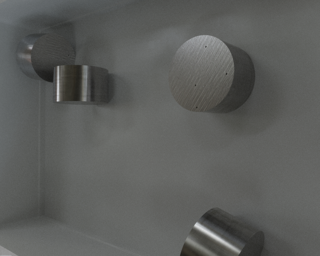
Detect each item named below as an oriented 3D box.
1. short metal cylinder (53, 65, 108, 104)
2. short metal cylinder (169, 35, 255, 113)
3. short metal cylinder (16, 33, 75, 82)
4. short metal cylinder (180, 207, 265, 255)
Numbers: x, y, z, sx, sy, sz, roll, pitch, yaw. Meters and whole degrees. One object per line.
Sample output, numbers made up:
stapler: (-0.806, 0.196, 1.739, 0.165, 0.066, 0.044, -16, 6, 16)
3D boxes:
short metal cylinder: (-0.118, -0.062, 0.466, 0.080, 0.081, 0.050, 1, 91, 39)
short metal cylinder: (0.057, -0.057, 0.343, 0.080, 0.050, 0.079, 0, 90, 39)
short metal cylinder: (-0.194, -0.120, 0.528, 0.050, 0.081, 0.079, 14, 99, 39)
short metal cylinder: (0.064, 0.130, 0.317, 0.050, 0.081, 0.079, 23, 104, 37)
